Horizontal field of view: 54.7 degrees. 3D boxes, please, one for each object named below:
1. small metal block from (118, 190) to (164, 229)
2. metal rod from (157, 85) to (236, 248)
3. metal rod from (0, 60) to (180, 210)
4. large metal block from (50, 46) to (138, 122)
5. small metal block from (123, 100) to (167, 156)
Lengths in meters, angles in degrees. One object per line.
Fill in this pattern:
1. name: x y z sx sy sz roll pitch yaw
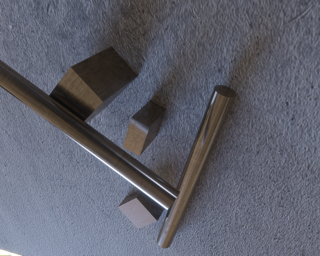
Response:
1. small metal block: -0.031 0.131 0.503 0.050 0.025 0.050 -34 100 38
2. metal rod: 0.040 0.075 0.430 0.025 0.025 0.298 25 127 12
3. metal rod: -0.107 -0.007 0.353 0.301 0.025 0.025 36 129 3
4. large metal block: -0.086 -0.047 0.386 0.050 0.080 0.080 48 129 -6
5. small metal block: -0.020 0.000 0.399 0.025 0.050 0.050 28 128 10
